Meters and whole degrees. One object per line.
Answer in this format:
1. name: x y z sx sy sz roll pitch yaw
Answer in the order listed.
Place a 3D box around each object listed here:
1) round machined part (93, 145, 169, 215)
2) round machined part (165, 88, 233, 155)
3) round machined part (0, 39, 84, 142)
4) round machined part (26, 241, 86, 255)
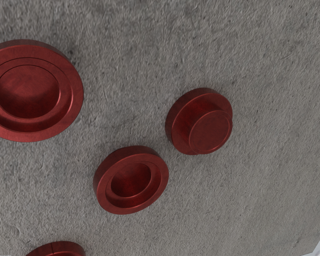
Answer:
1. round machined part: -0.041 0.064 0.413 0.099 0.042 0.097 -14 124 -21
2. round machined part: 0.060 -0.003 0.427 0.099 0.042 0.097 -14 124 -21
3. round machined part: -0.129 -0.038 0.302 0.099 0.042 0.097 -14 124 -21
4. round machined part: -0.152 0.214 0.445 0.099 0.042 0.097 -14 124 -21
